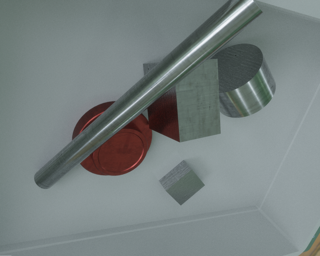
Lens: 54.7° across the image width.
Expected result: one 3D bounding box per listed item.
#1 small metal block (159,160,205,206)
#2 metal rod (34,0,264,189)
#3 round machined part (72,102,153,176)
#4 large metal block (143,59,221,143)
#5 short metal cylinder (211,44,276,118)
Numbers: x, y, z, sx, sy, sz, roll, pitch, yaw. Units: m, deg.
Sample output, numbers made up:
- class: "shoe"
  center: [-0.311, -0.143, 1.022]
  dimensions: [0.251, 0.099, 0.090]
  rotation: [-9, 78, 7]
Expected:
- class: "small metal block"
  center: [0.035, 0.086, 0.483]
  dimensions: [0.050, 0.025, 0.050]
  rotation: [-40, 130, -1]
- class: "metal rod"
  center: [-0.035, -0.017, 0.304]
  dimensions: [0.299, 0.025, 0.025]
  rotation: [-37, 134, 28]
- class: "round machined part"
  center: [-0.054, 0.020, 0.382]
  dimensions: [0.099, 0.042, 0.097]
  rotation: [-14, 125, -21]
- class: "large metal block"
  center: [0.023, -0.035, 0.351]
  dimensions: [0.050, 0.080, 0.079]
  rotation: [-11, 105, -23]
- class: "short metal cylinder"
  center: [0.098, -0.060, 0.392]
  dimensions: [0.080, 0.080, 0.050]
  rotation: [-43, 130, 1]
